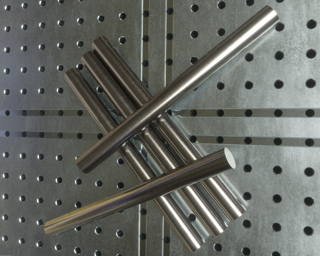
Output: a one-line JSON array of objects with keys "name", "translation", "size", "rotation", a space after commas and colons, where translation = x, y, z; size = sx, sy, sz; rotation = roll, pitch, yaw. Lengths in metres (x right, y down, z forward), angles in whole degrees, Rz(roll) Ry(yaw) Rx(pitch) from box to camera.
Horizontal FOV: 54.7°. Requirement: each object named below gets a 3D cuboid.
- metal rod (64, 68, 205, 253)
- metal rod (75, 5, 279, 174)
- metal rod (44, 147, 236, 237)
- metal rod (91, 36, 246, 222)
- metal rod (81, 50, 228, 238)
[{"name": "metal rod", "translation": [-0.041, 0.036, 0.426], "size": [0.025, 0.025, 0.299], "rotation": [-41, 78, 15]}, {"name": "metal rod", "translation": [0.016, -0.042, 0.385], "size": [0.300, 0.025, 0.025], "rotation": [-38, 78, 7]}, {"name": "metal rod", "translation": [-0.044, 0.093, 0.405], "size": [0.300, 0.025, 0.025], "rotation": [-26, 82, 26]}, {"name": "metal rod", "translation": [0.004, -0.007, 0.410], "size": [0.025, 0.025, 0.300], "rotation": [-42, 77, 15]}, {"name": "metal rod", "translation": [-0.014, 0.013, 0.417], "size": [0.025, 0.025, 0.299], "rotation": [-41, 78, 15]}]
